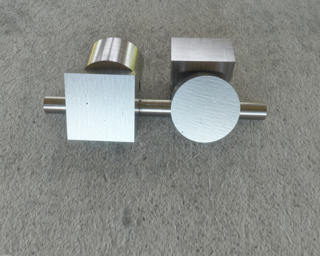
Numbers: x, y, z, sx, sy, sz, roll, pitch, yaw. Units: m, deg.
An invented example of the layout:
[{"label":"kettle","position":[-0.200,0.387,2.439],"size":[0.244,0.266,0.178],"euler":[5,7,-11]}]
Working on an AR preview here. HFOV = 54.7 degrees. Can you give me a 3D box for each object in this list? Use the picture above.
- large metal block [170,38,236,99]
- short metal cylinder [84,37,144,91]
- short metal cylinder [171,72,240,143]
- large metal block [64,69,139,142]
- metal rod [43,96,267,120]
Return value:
[{"label":"large metal block","position":[0.055,-0.077,0.434],"size":[0.080,0.080,0.050],"euler":[1,50,1]},{"label":"short metal cylinder","position":[-0.065,-0.078,0.434],"size":[0.080,0.080,0.050],"euler":[3,50,2]},{"label":"short metal cylinder","position":[0.054,-0.027,0.385],"size":[0.080,0.079,0.050],"euler":[1,15,1]},{"label":"large metal block","position":[-0.069,-0.030,0.385],"size":[0.080,0.079,0.050],"euler":[2,16,1]},{"label":"metal rod","position":[-0.007,-0.028,0.430],"size":[0.302,0.025,0.025],"euler":[2,50,1]}]
